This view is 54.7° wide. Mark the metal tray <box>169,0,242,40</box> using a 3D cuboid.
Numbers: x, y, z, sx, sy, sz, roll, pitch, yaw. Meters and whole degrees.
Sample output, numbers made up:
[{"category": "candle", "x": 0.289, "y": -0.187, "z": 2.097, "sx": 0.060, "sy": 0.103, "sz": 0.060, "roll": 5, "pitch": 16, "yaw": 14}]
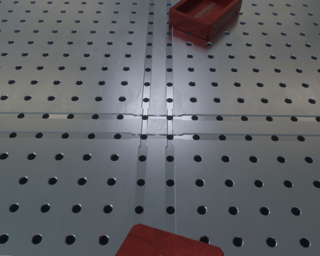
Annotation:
[{"category": "metal tray", "x": 0.088, "y": -0.226, "z": 0.594, "sx": 0.090, "sy": 0.030, "sz": 0.131, "roll": 30, "pitch": 56, "yaw": 22}]

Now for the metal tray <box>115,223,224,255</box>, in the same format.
[{"category": "metal tray", "x": -0.008, "y": 0.146, "z": 0.251, "sx": 0.090, "sy": 0.030, "sz": 0.131, "roll": 10, "pitch": 35, "yaw": 21}]
